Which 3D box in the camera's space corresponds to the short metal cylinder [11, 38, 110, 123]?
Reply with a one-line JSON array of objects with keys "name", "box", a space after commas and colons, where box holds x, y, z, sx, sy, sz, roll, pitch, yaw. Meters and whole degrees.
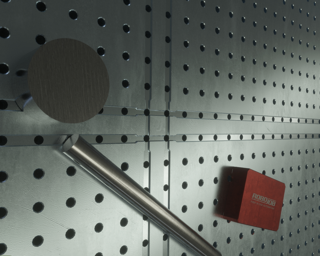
[{"name": "short metal cylinder", "box": [-0.099, -0.044, 0.310, 0.081, 0.050, 0.080, 0, 90, -40]}]

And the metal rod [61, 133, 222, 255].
[{"name": "metal rod", "box": [-0.005, 0.109, 0.404, 0.300, 0.025, 0.025, 46, 63, -30]}]

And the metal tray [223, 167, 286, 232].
[{"name": "metal tray", "box": [0.171, 0.128, 0.549, 0.131, 0.030, 0.090, 24, 75, -38]}]
